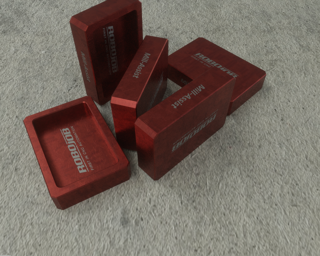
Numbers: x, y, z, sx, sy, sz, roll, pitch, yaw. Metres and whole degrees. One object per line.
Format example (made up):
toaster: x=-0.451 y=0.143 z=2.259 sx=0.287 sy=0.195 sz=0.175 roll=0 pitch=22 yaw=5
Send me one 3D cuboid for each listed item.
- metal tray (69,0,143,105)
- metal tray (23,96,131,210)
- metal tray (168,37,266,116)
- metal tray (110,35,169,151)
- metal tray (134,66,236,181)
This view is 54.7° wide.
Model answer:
metal tray: x=-0.065 y=-0.104 z=0.423 sx=0.030 sy=0.129 sz=0.090 roll=36 pitch=58 yaw=26
metal tray: x=-0.103 y=0.024 z=0.380 sx=0.091 sy=0.030 sz=0.130 roll=-23 pitch=54 yaw=-19
metal tray: x=0.080 y=-0.083 z=0.472 sx=0.091 sy=0.030 sz=0.130 roll=-37 pitch=59 yaw=-27
metal tray: x=-0.021 y=-0.046 z=0.401 sx=0.030 sy=0.089 sz=0.130 roll=13 pitch=51 yaw=10
metal tray: x=0.031 y=-0.006 z=0.367 sx=0.131 sy=0.089 sz=0.030 roll=-36 pitch=59 yaw=-27
